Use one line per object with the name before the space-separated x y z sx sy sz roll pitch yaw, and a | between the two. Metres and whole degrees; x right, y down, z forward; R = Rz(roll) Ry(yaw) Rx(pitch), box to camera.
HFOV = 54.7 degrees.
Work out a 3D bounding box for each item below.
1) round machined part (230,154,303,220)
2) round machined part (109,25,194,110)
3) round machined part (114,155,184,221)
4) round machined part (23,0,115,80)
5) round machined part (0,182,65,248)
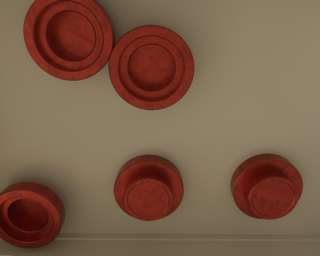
round machined part | 0.153 0.089 0.437 0.099 0.042 0.097 0 110 -1
round machined part | -0.010 -0.074 0.375 0.099 0.042 0.097 0 110 -1
round machined part | -0.016 0.091 0.436 0.099 0.042 0.097 0 110 -1
round machined part | -0.101 -0.108 0.361 0.099 0.042 0.097 0 110 0
round machined part | -0.185 0.119 0.444 0.099 0.042 0.097 0 110 -1
